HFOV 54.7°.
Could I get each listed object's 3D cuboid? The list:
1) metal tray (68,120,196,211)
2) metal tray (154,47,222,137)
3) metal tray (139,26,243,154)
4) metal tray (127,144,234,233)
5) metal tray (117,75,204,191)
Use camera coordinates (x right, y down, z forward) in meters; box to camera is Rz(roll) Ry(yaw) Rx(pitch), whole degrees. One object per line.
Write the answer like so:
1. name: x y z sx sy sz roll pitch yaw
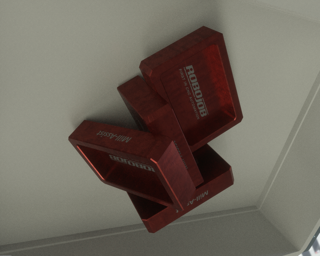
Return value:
1. metal tray: -0.033 0.040 0.349 0.030 0.130 0.090 -54 136 -30
2. metal tray: 0.050 -0.041 0.409 0.090 0.030 0.129 -29 128 -8
3. metal tray: 0.042 -0.040 0.364 0.090 0.030 0.130 -32 128 -8
4. metal tray: 0.021 0.071 0.422 0.131 0.090 0.030 -29 129 -11
5. metal tray: 0.002 0.010 0.372 0.030 0.090 0.130 -32 129 -8
